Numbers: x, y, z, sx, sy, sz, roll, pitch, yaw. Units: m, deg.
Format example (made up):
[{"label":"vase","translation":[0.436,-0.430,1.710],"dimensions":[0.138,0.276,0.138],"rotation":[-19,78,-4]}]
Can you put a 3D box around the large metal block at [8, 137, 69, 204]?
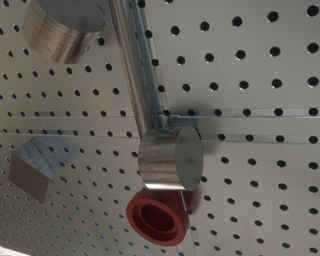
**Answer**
[{"label":"large metal block","translation":[-0.220,0.077,0.559],"dimensions":[0.080,0.050,0.079],"rotation":[33,129,6]}]

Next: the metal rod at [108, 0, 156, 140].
[{"label":"metal rod","translation":[-0.027,-0.049,0.395],"dimensions":[0.025,0.025,0.298],"rotation":[4,120,26]}]

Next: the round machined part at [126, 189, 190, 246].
[{"label":"round machined part","translation":[0.000,0.133,0.483],"dimensions":[0.098,0.042,0.097],"rotation":[13,124,21]}]

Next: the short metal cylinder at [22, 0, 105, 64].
[{"label":"short metal cylinder","translation":[-0.111,-0.121,0.360],"dimensions":[0.080,0.080,0.050],"rotation":[43,129,-2]}]

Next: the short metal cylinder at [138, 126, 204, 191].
[{"label":"short metal cylinder","translation":[0.016,0.039,0.391],"dimensions":[0.050,0.080,0.080],"rotation":[-5,116,31]}]
